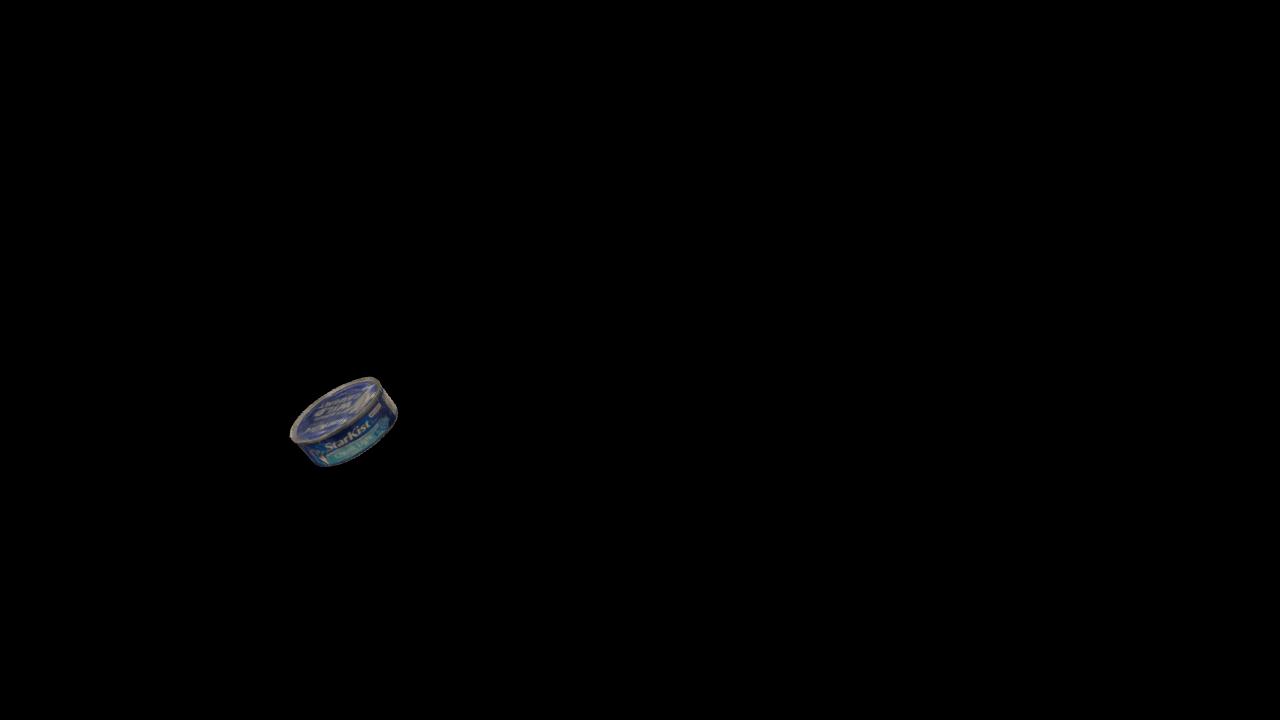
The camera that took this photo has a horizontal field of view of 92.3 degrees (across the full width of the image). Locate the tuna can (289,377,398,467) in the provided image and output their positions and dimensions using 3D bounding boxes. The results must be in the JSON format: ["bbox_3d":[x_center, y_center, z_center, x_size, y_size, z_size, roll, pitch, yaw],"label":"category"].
[{"bbox_3d":[-0.259,0.054,0.542,0.084,0.034,0.084,-17,32,11],"label":"tuna can"}]
